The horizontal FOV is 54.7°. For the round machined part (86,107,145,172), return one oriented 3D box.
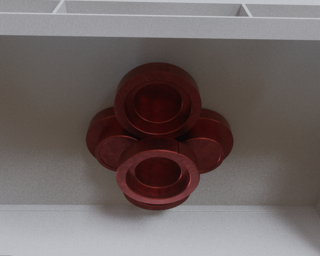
[{"bbox_3d":[-0.050,0.022,0.414,0.099,0.042,0.097,-1,130,0],"label":"round machined part"}]

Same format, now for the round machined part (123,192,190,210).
[{"bbox_3d":[-0.004,0.077,0.461,0.099,0.042,0.097,-1,130,0],"label":"round machined part"}]

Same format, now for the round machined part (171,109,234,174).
[{"bbox_3d":[0.050,0.025,0.417,0.099,0.042,0.097,-1,130,0],"label":"round machined part"}]

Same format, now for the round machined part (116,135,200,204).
[{"bbox_3d":[-0.002,0.047,0.380,0.099,0.042,0.097,-1,130,0],"label":"round machined part"}]

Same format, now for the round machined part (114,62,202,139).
[{"bbox_3d":[-0.002,-0.034,0.366,0.099,0.042,0.097,-1,130,0],"label":"round machined part"}]
